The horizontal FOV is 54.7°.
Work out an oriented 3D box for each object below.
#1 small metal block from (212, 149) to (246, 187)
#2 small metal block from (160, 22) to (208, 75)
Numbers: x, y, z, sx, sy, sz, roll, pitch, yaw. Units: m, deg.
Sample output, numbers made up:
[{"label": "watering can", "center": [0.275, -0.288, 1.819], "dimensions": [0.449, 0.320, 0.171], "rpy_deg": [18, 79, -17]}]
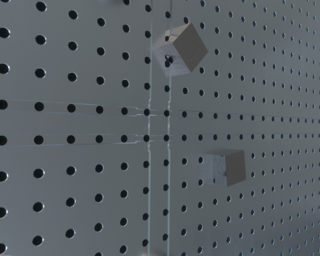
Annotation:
[{"label": "small metal block", "center": [0.113, 0.064, 0.505], "dimensions": [0.050, 0.025, 0.050], "rpy_deg": [-9, 96, -40]}, {"label": "small metal block", "center": [0.035, -0.112, 0.439], "dimensions": [0.050, 0.025, 0.050], "rpy_deg": [-52, 121, -27]}]
